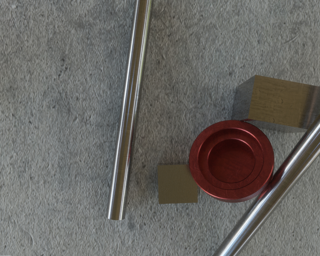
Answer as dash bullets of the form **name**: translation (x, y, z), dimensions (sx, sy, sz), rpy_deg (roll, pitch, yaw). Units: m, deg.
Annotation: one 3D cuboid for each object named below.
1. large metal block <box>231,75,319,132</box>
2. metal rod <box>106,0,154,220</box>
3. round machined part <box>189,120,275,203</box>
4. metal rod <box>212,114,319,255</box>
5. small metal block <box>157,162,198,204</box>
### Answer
- **large metal block**: translation (0.141, -0.026, 0.383), dimensions (0.080, 0.080, 0.050), rpy_deg (10, 87, -1)
- **metal rod**: translation (-0.039, -0.030, 0.409), dimensions (0.025, 0.025, 0.298), rpy_deg (8, 90, -1)
- **round machined part**: translation (0.088, 0.043, 0.380), dimensions (0.098, 0.042, 0.098), rpy_deg (-8, 64, 18)
- **metal rod**: translation (0.141, 0.062, 0.356), dimensions (0.025, 0.025, 0.298), rpy_deg (28, 112, -1)
- **small metal block**: translation (0.023, 0.072, 0.410), dimensions (0.050, 0.025, 0.050), rpy_deg (-2, 90, 0)
